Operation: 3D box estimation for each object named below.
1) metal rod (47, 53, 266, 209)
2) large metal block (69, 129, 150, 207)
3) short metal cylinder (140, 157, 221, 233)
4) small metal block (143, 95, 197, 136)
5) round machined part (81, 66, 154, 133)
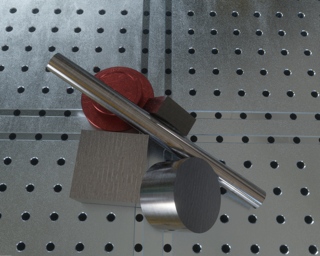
[{"bbox_3d":[-0.002,0.004,0.376,0.301,0.025,0.025,34,73,-2],"label":"metal rod"},{"bbox_3d":[-0.057,0.051,0.377,0.081,0.050,0.080,5,70,1],"label":"large metal block"},{"bbox_3d":[0.024,0.075,0.348,0.081,0.050,0.080,15,69,-43],"label":"short metal cylinder"},{"bbox_3d":[0.009,-0.015,0.394,0.050,0.050,0.025,38,74,-24],"label":"small metal block"},{"bbox_3d":[-0.057,-0.041,0.417,0.099,0.042,0.098,0,70,-1],"label":"round machined part"}]
